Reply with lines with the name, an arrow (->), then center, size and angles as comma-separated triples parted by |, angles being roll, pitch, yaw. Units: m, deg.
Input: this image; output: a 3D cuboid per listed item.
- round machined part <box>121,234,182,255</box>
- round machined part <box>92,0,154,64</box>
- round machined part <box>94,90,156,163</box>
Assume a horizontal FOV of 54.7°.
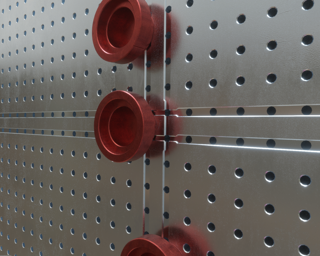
round machined part -> -0.004, 0.187, 0.400 | 0.098, 0.042, 0.097 | 0, 90, 39
round machined part -> -0.048, -0.138, 0.436 | 0.098, 0.042, 0.097 | 0, 90, 39
round machined part -> -0.045, -0.002, 0.433 | 0.098, 0.042, 0.097 | 0, 90, 39
